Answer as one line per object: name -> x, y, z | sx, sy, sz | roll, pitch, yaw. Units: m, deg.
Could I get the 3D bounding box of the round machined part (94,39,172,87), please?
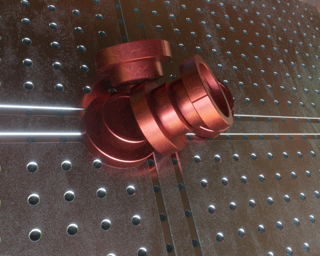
round machined part -> -0.032, -0.080, 0.401 | 0.099, 0.098, 0.042 | -13, 95, -34

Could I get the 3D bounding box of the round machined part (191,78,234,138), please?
round machined part -> 0.070, -0.038, 0.460 | 0.099, 0.042, 0.098 | 14, 56, -21

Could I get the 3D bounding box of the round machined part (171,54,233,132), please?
round machined part -> 0.050, -0.039, 0.388 | 0.098, 0.042, 0.098 | 47, 27, -34

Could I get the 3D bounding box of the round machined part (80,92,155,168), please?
round machined part -> -0.043, -0.004, 0.378 | 0.099, 0.042, 0.098 | 14, 56, -21

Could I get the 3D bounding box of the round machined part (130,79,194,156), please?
round machined part -> 0.008, -0.018, 0.384 | 0.098, 0.042, 0.098 | 53, 21, -30
